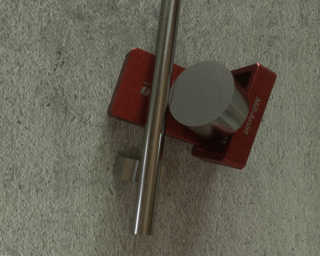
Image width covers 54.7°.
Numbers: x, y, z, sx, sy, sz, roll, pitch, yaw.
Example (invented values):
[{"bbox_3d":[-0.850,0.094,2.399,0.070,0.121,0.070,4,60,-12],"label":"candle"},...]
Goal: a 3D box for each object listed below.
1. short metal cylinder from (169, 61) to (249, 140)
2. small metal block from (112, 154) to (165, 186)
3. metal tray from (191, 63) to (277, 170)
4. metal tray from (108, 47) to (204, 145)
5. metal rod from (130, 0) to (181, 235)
[{"bbox_3d":[0.058,-0.031,0.364,0.050,0.080,0.080,32,78,-51],"label":"short metal cylinder"},{"bbox_3d":[-0.028,0.052,0.387,0.050,0.050,0.025,13,86,-20],"label":"small metal block"},{"bbox_3d":[0.095,-0.015,0.412,0.030,0.090,0.130,24,82,-19],"label":"metal tray"},{"bbox_3d":[0.007,-0.039,0.411,0.131,0.030,0.090,19,83,-20],"label":"metal tray"},{"bbox_3d":[-0.002,-0.030,0.369,0.025,0.025,0.299,12,77,-20],"label":"metal rod"}]
